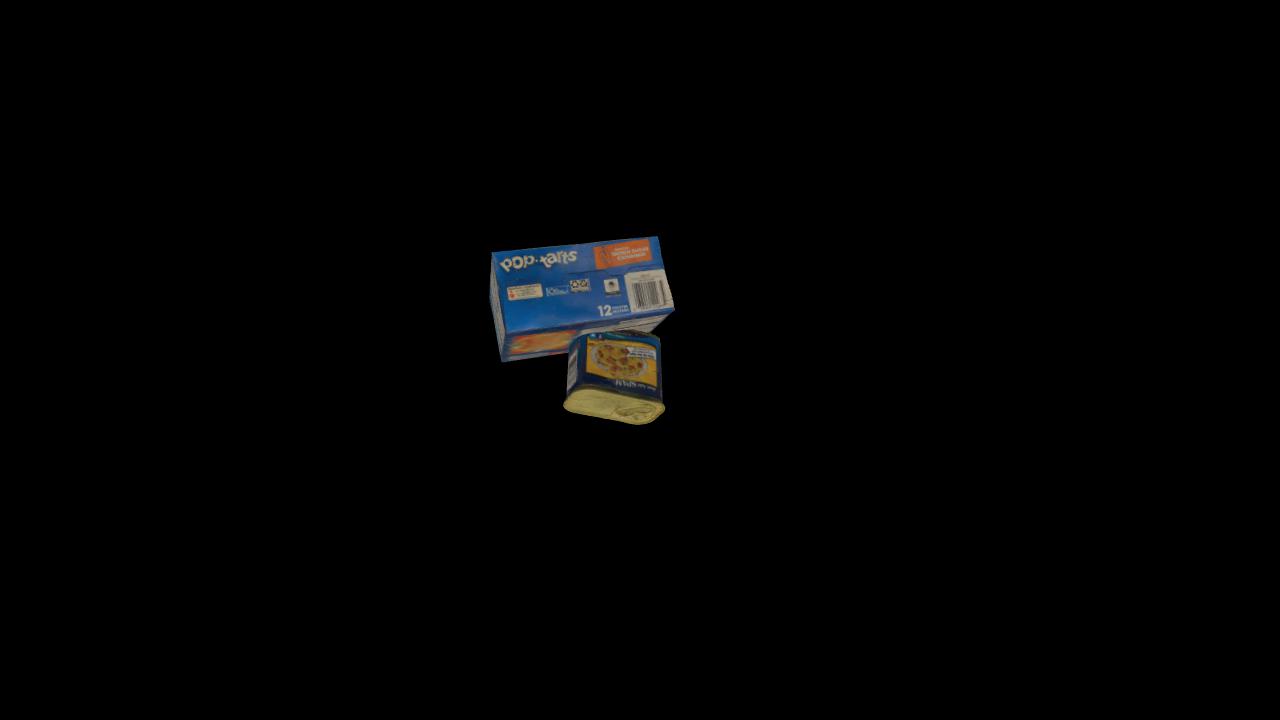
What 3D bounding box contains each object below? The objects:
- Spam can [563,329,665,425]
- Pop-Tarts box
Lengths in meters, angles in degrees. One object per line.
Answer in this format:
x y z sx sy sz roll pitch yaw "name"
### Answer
-0.026 0.013 0.641 0.101 0.085 0.058 13 -33 -23 "Spam can"
-0.068 -0.061 0.649 0.167 0.083 0.141 -8 -10 -16 "Pop-Tarts box"
